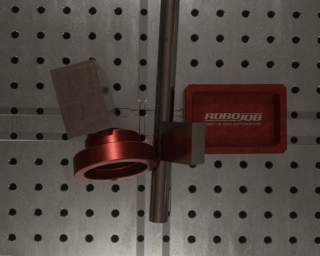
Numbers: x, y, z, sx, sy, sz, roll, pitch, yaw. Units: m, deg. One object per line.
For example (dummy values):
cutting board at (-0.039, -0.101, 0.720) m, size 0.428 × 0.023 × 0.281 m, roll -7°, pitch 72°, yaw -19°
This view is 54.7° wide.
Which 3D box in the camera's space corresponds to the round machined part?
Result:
round machined part at (-0.056, 0.033, 0.380) m, size 0.099 × 0.098 × 0.042 m, roll -10°, pitch 69°, yaw 0°

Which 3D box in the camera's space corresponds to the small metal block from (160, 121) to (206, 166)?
small metal block at (0.028, 0.017, 0.383) m, size 0.025 × 0.050 × 0.050 m, roll -1°, pitch 93°, yaw -46°

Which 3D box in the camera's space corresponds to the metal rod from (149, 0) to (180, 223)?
metal rod at (0.006, -0.026, 0.413) m, size 0.025 × 0.025 × 0.298 m, roll 3°, pitch 90°, yaw -1°

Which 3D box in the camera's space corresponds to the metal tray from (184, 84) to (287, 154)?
metal tray at (0.098, -0.012, 0.412) m, size 0.131 × 0.030 × 0.089 m, roll 0°, pitch 90°, yaw -1°

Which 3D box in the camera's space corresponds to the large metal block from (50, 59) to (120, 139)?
large metal block at (-0.088, -0.032, 0.384) m, size 0.050 × 0.080 × 0.080 m, roll -15°, pitch 90°, yaw 0°
